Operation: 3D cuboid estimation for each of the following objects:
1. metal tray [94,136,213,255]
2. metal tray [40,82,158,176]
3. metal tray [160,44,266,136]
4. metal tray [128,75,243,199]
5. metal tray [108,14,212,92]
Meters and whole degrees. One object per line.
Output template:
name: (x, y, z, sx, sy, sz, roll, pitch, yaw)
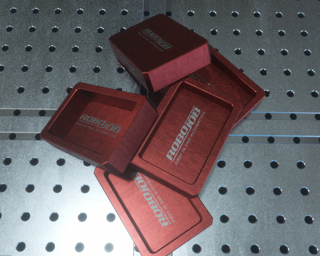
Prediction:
metal tray: (-0.009, 0.084, 0.378, 0.090, 0.030, 0.130, -31, 73, -11)
metal tray: (-0.077, -0.005, 0.377, 0.130, 0.030, 0.090, 16, 67, 37)
metal tray: (0.066, -0.056, 0.430, 0.090, 0.030, 0.130, -42, 76, -14)
metal tray: (0.032, 0.007, 0.375, 0.090, 0.030, 0.130, 27, 72, 9)
metal tray: (-0.004, -0.106, 0.416, 0.090, 0.030, 0.130, -29, 43, -11)
